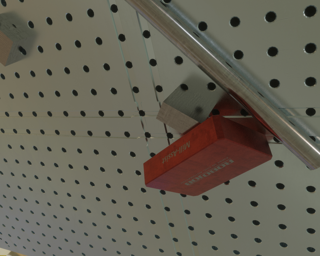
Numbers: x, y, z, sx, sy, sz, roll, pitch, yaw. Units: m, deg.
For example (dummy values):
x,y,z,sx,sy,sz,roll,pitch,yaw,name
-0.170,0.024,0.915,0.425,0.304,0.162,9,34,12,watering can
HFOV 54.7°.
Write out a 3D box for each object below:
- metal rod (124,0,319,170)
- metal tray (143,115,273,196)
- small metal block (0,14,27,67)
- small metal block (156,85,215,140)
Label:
x,y,z,sx,sy,sz,roll,pitch,yaw,name
0.063,-0.064,0.337,0.300,0.025,0.025,42,129,-1,metal rod
0.053,0.040,0.371,0.091,0.030,0.129,19,139,-34,metal tray
-0.229,-0.127,0.450,0.050,0.025,0.050,43,129,-2,small metal block
0.031,-0.019,0.366,0.050,0.050,0.025,30,128,8,small metal block
